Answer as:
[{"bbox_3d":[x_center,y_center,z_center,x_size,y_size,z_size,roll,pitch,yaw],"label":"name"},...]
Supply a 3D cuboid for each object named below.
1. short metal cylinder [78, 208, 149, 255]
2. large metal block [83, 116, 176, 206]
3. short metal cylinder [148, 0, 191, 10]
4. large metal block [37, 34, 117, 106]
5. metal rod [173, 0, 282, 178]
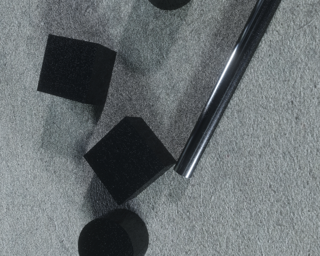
[{"bbox_3d":[-0.062,0.155,0.417,0.080,0.050,0.080,0,90,20],"label":"short metal cylinder"},{"bbox_3d":[-0.039,0.041,0.409,0.080,0.050,0.080,-42,77,15],"label":"large metal block"},{"bbox_3d":[0.007,-0.198,0.393,0.080,0.050,0.080,0,90,20],"label":"short metal cylinder"},{"bbox_3d":[-0.116,-0.080,0.437,0.080,0.050,0.080,16,95,19],"label":"large metal block"},{"bbox_3d":[0.092,-0.075,0.376,0.025,0.025,0.298,28,99,17],"label":"metal rod"}]
